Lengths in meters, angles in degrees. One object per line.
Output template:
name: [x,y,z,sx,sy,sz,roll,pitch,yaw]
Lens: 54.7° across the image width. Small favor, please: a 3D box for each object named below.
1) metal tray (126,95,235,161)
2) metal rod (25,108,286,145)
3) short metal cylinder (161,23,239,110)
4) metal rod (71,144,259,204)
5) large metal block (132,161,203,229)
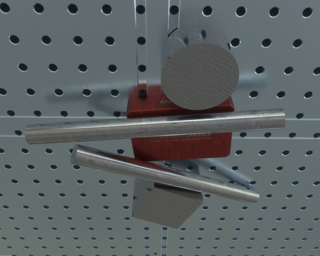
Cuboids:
metal tray: [0.027,0.001,0.409,0.131,0.030,0.089,-3,130,2]
metal rod: [-0.008,-0.001,0.370,0.302,0.025,0.025,-4,130,3]
short metal cylinder: [0.041,-0.066,0.339,0.081,0.050,0.079,0,130,0]
metal rod: [0.025,0.072,0.443,0.302,0.025,0.025,18,129,-26]
large metal block: [0.010,0.107,0.487,0.080,0.050,0.079,21,127,-17]
